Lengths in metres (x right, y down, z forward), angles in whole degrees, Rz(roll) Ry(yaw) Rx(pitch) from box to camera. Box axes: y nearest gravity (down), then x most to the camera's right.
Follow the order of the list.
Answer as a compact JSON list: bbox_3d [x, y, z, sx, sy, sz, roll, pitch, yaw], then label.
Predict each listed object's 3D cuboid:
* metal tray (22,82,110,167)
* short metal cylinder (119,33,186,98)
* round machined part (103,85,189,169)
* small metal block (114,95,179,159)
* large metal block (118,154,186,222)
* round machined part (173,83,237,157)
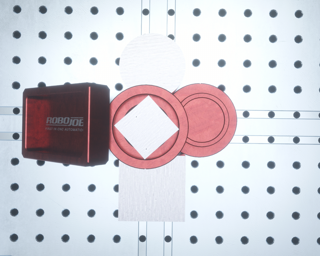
[{"bbox_3d":[-0.117,-0.005,0.374,0.130,0.030,0.089,1,90,37],"label":"metal tray"},{"bbox_3d":[-0.009,-0.075,0.400,0.081,0.050,0.080,0,90,0],"label":"short metal cylinder"},{"bbox_3d":[-0.016,-0.001,0.376,0.099,0.042,0.097,0,90,0],"label":"round machined part"},{"bbox_3d":[-0.015,-0.001,0.351,0.050,0.025,0.050,-42,90,0],"label":"small metal block"},{"bbox_3d":[-0.009,0.073,0.398,0.081,0.050,0.080,1,90,0],"label":"large metal block"},{"bbox_3d":[0.052,-0.010,0.404,0.099,0.042,0.097,0,90,0],"label":"round machined part"}]
